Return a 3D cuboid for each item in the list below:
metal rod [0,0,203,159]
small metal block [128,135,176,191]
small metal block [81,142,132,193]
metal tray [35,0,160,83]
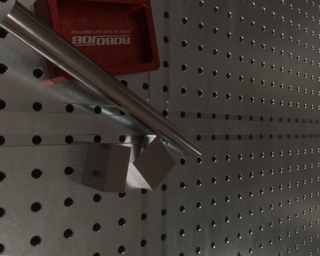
[{"bbox_3d":[-0.036,-0.029,0.351,0.301,0.025,0.025,36,68,-44],"label":"metal rod"},{"bbox_3d":[-0.014,0.044,0.400,0.050,0.025,0.050,-48,119,-29],"label":"small metal block"},{"bbox_3d":[-0.060,0.043,0.344,0.025,0.050,0.050,14,81,-40],"label":"small metal block"},{"bbox_3d":[-0.064,-0.104,0.353,0.131,0.030,0.089,-15,100,-39],"label":"metal tray"}]
